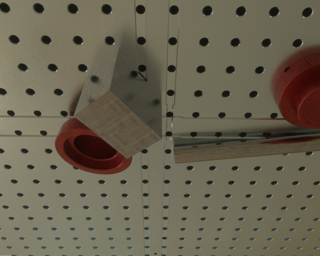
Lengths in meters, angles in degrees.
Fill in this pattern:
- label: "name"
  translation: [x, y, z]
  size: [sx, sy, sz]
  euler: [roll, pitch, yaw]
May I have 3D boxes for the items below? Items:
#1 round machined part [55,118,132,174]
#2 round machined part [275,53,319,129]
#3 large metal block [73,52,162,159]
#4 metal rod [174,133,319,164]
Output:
- label: "round machined part"
  translation: [-0.082, 0.017, 0.406]
  size: [0.099, 0.042, 0.097]
  euler: [5, 140, 5]
- label: "round machined part"
  translation: [0.194, -0.037, 0.371]
  size: [0.099, 0.042, 0.097]
  euler: [0, 130, 0]
- label: "large metal block"
  translation: [-0.042, -0.026, 0.353]
  size: [0.050, 0.080, 0.080]
  euler: [-31, 124, 23]
- label: "metal rod"
  translation: [0.171, 0.024, 0.433]
  size: [0.302, 0.025, 0.025]
  euler: [-6, 130, 4]
